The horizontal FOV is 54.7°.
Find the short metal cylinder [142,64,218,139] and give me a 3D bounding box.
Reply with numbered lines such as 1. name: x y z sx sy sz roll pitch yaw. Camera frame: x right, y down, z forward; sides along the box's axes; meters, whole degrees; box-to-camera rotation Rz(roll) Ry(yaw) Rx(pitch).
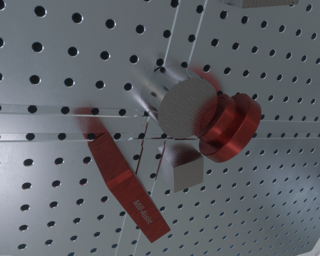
1. short metal cylinder: 0.024 -0.034 0.387 0.081 0.050 0.079 -14 124 -21

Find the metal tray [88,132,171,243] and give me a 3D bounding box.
1. metal tray: -0.038 0.077 0.395 0.030 0.090 0.130 -32 129 -7

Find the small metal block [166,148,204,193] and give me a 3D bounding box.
1. small metal block: 0.038 0.065 0.472 0.050 0.025 0.050 -17 125 -19

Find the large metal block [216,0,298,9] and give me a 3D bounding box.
1. large metal block: 0.114 -0.182 0.345 0.081 0.050 0.079 -13 124 -22

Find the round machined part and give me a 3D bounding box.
1. round machined part: 0.082 -0.006 0.411 0.042 0.098 0.098 34 100 -15
